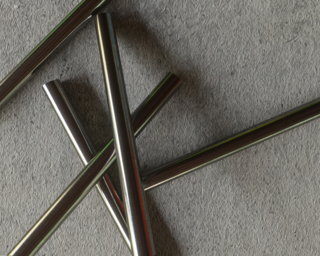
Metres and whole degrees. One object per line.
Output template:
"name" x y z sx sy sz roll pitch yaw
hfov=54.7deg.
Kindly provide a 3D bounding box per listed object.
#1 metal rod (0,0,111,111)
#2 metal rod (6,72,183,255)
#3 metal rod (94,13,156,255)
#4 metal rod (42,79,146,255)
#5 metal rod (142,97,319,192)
"metal rod" -0.140 -0.112 0.408 0.300 0.025 0.025 -45 90 0
"metal rod" -0.076 0.047 0.384 0.025 0.025 0.300 41 80 0
"metal rod" -0.046 -0.004 0.370 0.025 0.025 0.299 -12 74 0
"metal rod" -0.073 0.074 0.409 0.025 0.025 0.299 -28 90 0
"metal rod" 0.102 0.020 0.410 0.301 0.025 0.025 -23 90 0
